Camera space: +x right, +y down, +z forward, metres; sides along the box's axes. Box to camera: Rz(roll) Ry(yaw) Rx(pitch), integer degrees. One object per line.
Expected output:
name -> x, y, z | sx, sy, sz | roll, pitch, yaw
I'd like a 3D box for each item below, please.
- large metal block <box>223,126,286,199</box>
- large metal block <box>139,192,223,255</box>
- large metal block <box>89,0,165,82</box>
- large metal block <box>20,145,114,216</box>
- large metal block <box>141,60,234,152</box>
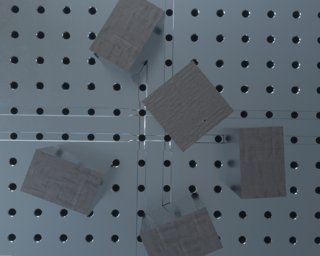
large metal block -> 0.115, 0.039, 0.387 | 0.050, 0.080, 0.079 | -3, 90, 0
large metal block -> 0.024, 0.126, 0.386 | 0.080, 0.080, 0.050 | -23, 90, 0
large metal block -> -0.037, -0.110, 0.385 | 0.050, 0.080, 0.080 | 31, 90, -1
large metal block -> -0.109, 0.060, 0.385 | 0.080, 0.080, 0.050 | 21, 90, -1
large metal block -> 0.034, -0.027, 0.401 | 0.080, 0.050, 0.080 | -39, 91, 0
